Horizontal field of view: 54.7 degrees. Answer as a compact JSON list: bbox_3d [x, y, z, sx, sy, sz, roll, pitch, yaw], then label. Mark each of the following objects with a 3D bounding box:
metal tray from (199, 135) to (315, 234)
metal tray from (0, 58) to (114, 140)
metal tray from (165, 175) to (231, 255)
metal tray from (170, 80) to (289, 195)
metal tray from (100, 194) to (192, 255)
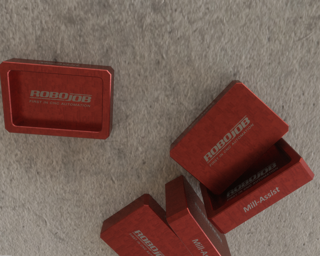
[{"bbox_3d":[0.117,0.068,0.401,0.130,0.090,0.030,-37,107,12],"label":"metal tray"},{"bbox_3d":[-0.126,-0.036,0.391,0.131,0.030,0.089,4,110,-2],"label":"metal tray"},{"bbox_3d":[0.055,0.139,0.427,0.030,0.090,0.130,-31,108,10],"label":"metal tray"},{"bbox_3d":[0.087,0.014,0.407,0.090,0.030,0.130,41,104,-7],"label":"metal tray"},{"bbox_3d":[-0.014,0.173,0.471,0.090,0.030,0.130,-36,107,12],"label":"metal tray"}]
